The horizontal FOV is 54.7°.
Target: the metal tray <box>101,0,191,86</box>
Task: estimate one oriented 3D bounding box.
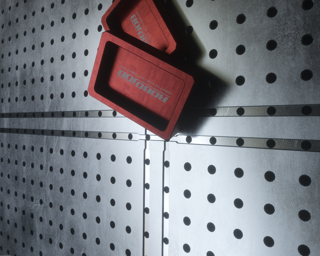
[{"bbox_3d":[-0.024,-0.128,0.423,0.090,0.030,0.130,-38,67,33],"label":"metal tray"}]

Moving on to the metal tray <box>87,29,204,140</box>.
[{"bbox_3d":[-0.022,-0.055,0.386,0.130,0.030,0.089,31,120,15],"label":"metal tray"}]
